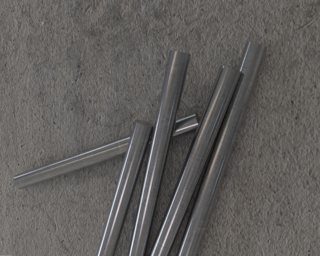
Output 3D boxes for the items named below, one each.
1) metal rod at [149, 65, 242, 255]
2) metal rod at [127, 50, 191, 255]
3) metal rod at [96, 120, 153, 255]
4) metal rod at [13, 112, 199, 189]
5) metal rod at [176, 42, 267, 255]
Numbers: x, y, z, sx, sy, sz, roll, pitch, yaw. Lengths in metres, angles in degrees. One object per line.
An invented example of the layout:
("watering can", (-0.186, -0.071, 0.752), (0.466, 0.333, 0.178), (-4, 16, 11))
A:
("metal rod", (0.034, 0.069, 0.386), (0.025, 0.025, 0.298), (23, 101, 18))
("metal rod", (-0.007, 0.055, 0.390), (0.025, 0.025, 0.298), (16, 103, 19))
("metal rod", (-0.062, 0.133, 0.416), (0.025, 0.025, 0.298), (21, 102, 18))
("metal rod", (-0.085, 0.037, 0.439), (0.300, 0.025, 0.025), (-19, 84, 19))
("metal rod", (0.071, 0.044, 0.383), (0.025, 0.025, 0.298), (19, 96, 19))
